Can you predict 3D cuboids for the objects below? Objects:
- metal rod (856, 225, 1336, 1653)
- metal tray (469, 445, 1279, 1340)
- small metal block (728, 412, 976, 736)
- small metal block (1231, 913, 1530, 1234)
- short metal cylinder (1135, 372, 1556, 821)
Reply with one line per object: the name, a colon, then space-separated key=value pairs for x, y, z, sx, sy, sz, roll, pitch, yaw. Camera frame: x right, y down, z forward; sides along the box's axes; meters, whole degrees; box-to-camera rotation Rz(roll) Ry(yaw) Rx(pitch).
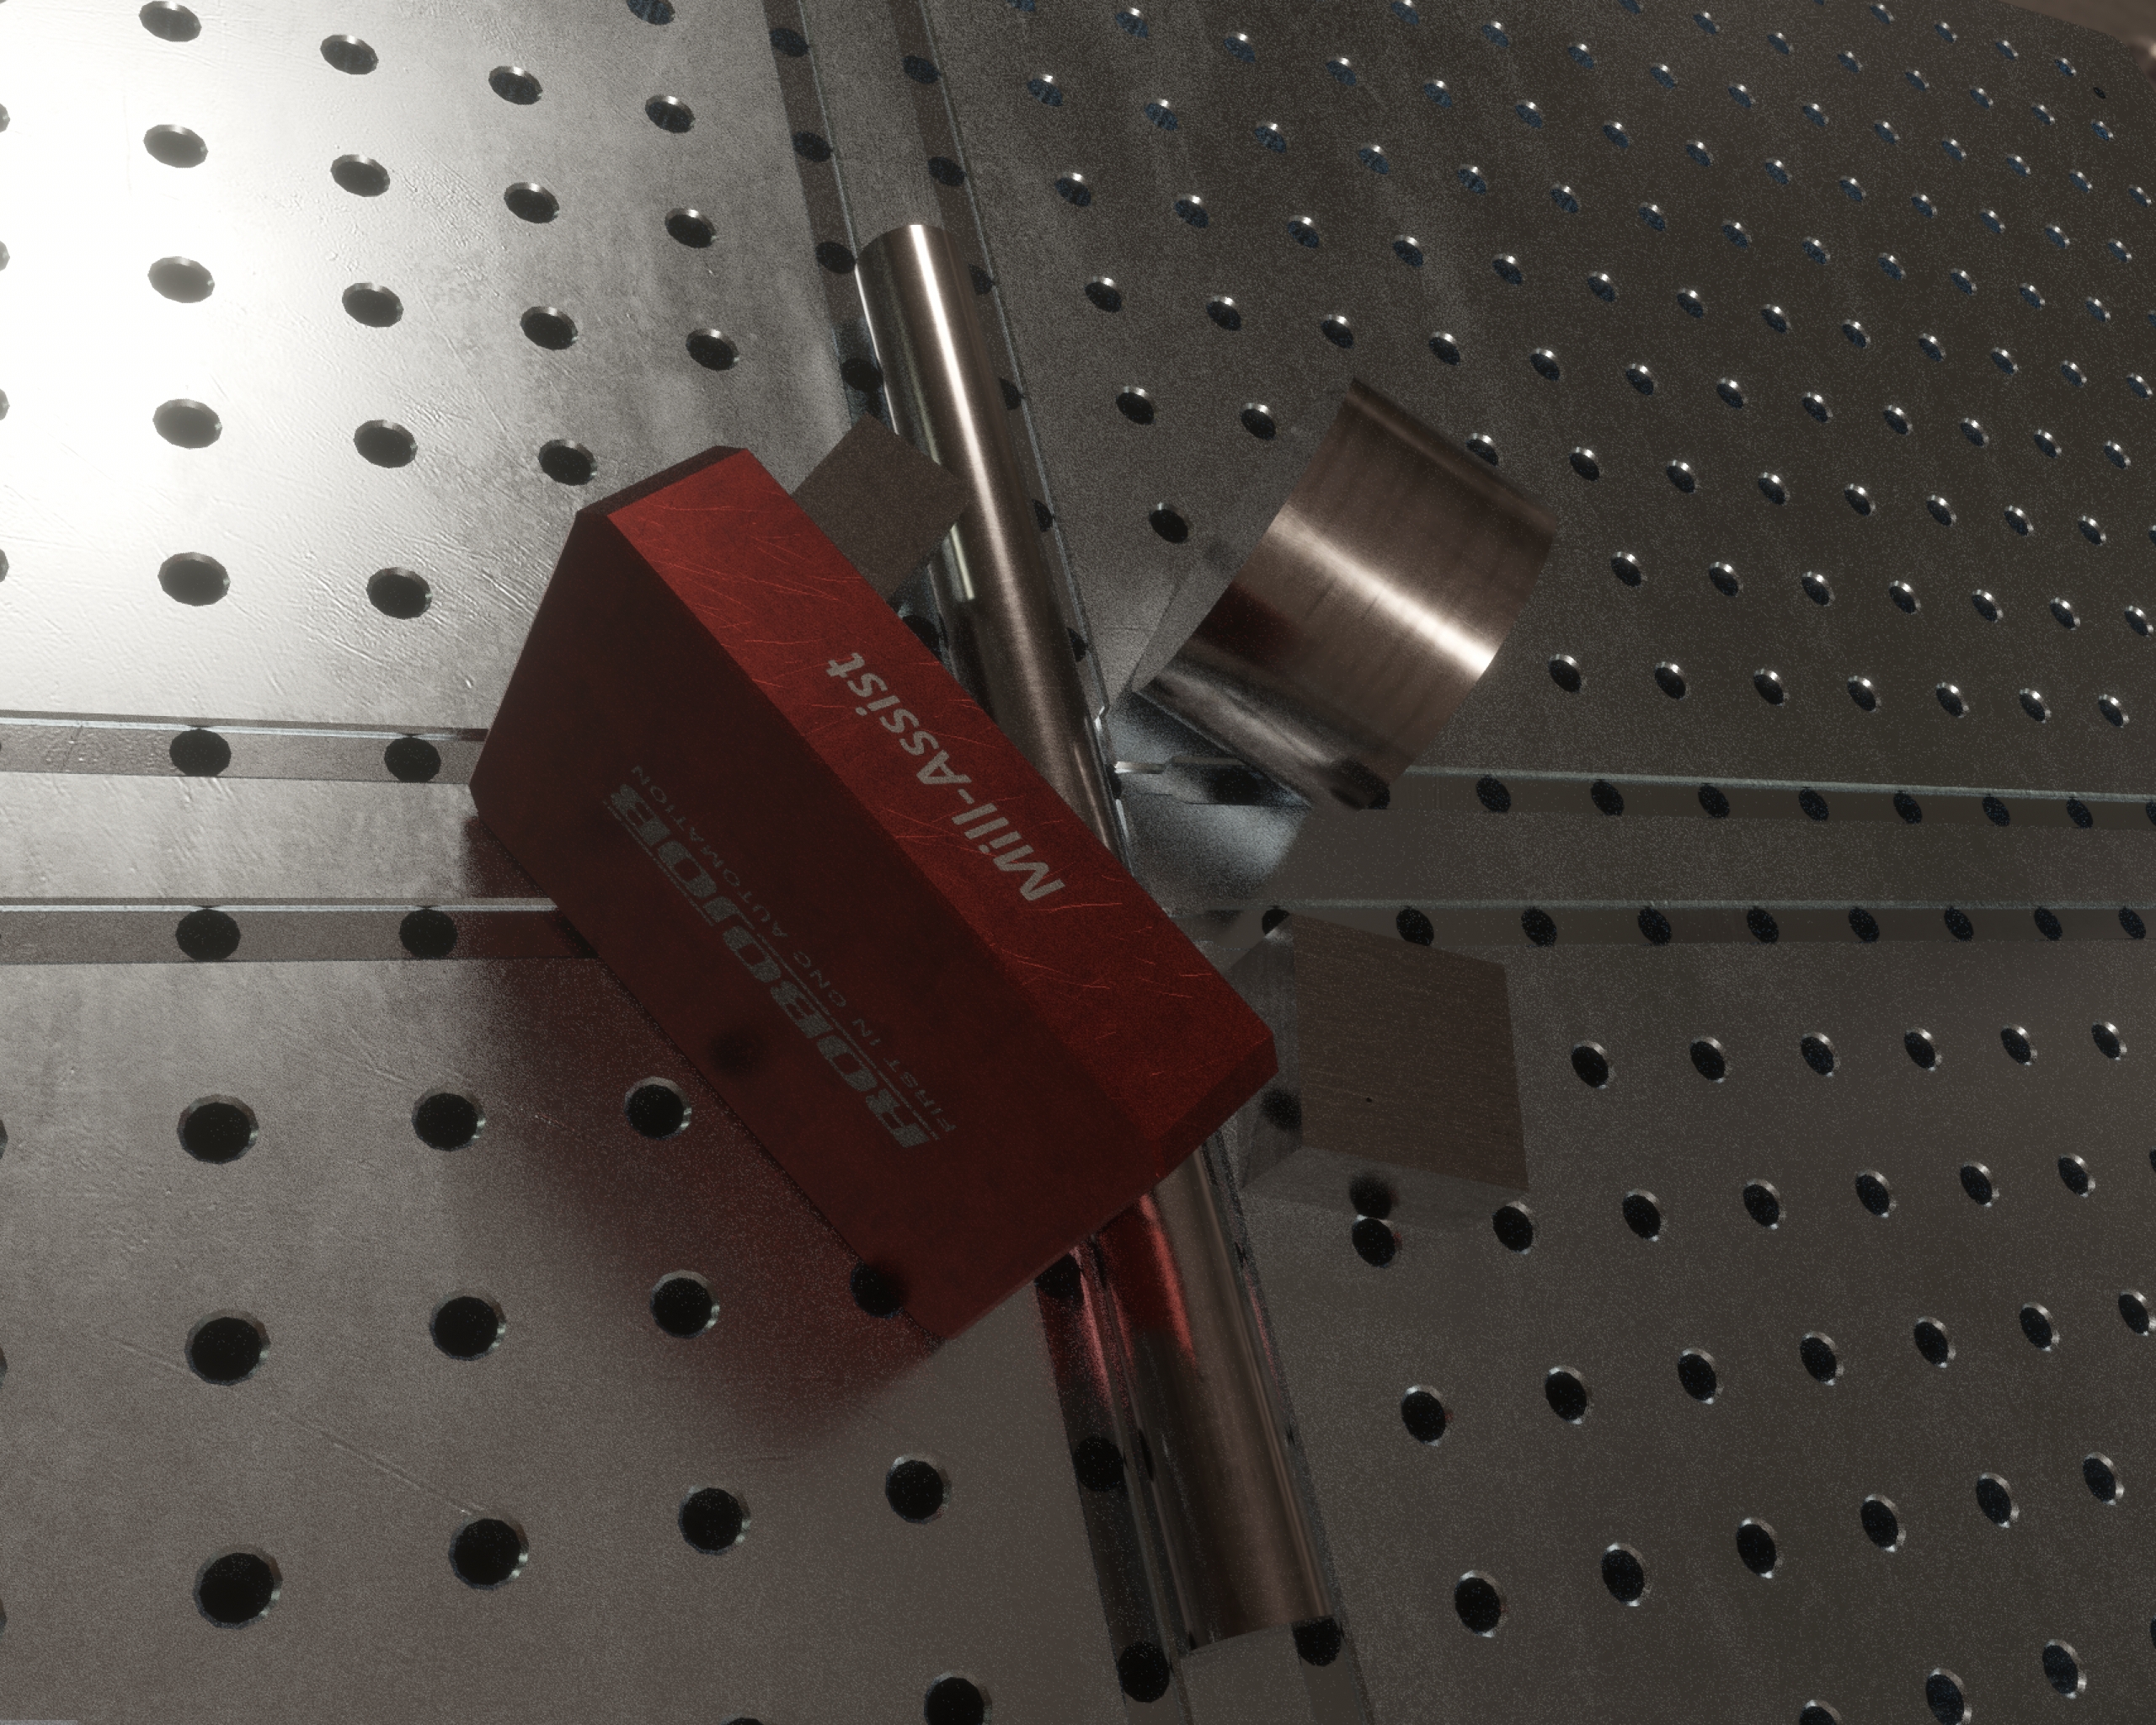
metal rod: x=-0.004 y=-0.003 z=0.409 sx=0.025 sy=0.025 sz=0.299 roll=0 pitch=62 yaw=-29
metal tray: x=-0.039 y=0.008 z=0.341 sx=0.130 sy=0.090 sz=0.030 roll=48 pitch=51 yaw=5
small metal block: x=-0.050 y=-0.049 z=0.395 sx=0.025 sy=0.050 sz=0.050 roll=36 pitch=51 yaw=-5
small metal block: x=0.059 y=0.043 z=0.417 sx=0.050 sy=0.025 sz=0.050 roll=14 pitch=56 yaw=-21
short metal cylinder: x=0.055 y=-0.056 z=0.438 sx=0.050 sy=0.080 sz=0.080 roll=33 pitch=51 yaw=-7
